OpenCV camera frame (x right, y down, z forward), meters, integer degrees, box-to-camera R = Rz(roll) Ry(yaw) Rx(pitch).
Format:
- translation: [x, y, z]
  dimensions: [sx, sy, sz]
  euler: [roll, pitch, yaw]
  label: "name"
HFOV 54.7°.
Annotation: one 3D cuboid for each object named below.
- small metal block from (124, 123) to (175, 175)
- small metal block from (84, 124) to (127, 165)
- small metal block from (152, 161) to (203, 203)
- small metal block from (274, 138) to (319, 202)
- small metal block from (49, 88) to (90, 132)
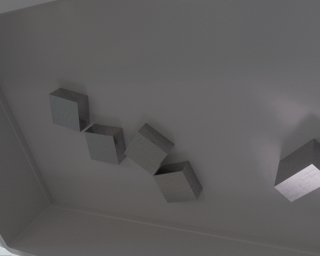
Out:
- translation: [-0.016, 0.030, 0.435]
  dimensions: [0.050, 0.025, 0.050]
  euler: [37, 129, 3]
  label: "small metal block"
- translation: [-0.081, 0.024, 0.467]
  dimensions: [0.050, 0.025, 0.050]
  euler: [8, 122, 24]
  label: "small metal block"
- translation: [0.026, 0.078, 0.443]
  dimensions: [0.050, 0.025, 0.050]
  euler: [-15, 111, 34]
  label: "small metal block"
- translation: [0.156, 0.046, 0.338]
  dimensions: [0.025, 0.050, 0.050]
  euler: [42, 129, 0]
  label: "small metal block"
- translation: [-0.134, -0.027, 0.463]
  dimensions: [0.050, 0.025, 0.050]
  euler: [17, 125, 18]
  label: "small metal block"
